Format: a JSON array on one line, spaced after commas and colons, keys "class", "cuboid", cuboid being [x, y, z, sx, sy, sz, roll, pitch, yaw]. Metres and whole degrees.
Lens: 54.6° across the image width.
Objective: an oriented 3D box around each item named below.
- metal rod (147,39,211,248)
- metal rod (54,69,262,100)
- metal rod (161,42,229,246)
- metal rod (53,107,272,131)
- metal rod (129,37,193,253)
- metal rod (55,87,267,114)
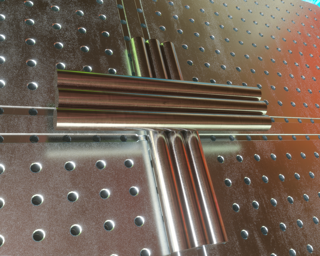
[{"class": "metal rod", "cuboid": [0.016, 0.002, 0.415, 0.025, 0.025, 0.299, 2, 61, -27]}, {"class": "metal rod", "cuboid": [0.017, -0.053, 0.417, 0.302, 0.025, 0.025, 0, 62, -28]}, {"class": "metal rod", "cuboid": [0.039, 0.003, 0.426, 0.025, 0.025, 0.299, 2, 61, -27]}, {"class": "metal rod", "cuboid": [0.024, -0.009, 0.394, 0.302, 0.025, 0.025, 0, 62, -28]}, {"class": "metal rod", "cuboid": [-0.005, 0.003, 0.403, 0.025, 0.025, 0.299, 2, 61, -27]}, {"class": "metal rod", "cuboid": [0.022, -0.031, 0.406, 0.302, 0.025, 0.025, 0, 62, -28]}]
